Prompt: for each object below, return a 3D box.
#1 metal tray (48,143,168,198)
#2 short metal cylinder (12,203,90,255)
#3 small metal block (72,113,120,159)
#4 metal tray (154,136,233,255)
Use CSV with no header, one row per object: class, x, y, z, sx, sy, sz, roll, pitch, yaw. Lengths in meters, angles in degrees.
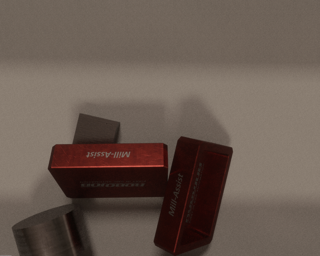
metal tray,-0.056,0.054,0.377,0.131,0.090,0.030,-1,56,-1
short metal cylinder,-0.133,0.132,0.382,0.080,0.080,0.050,-16,90,0
small metal block,-0.085,0.011,0.410,0.050,0.025,0.050,13,90,-1
metal tray,0.044,0.080,0.379,0.030,0.090,0.129,13,90,37
